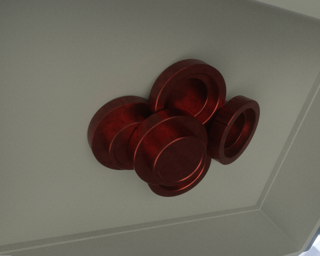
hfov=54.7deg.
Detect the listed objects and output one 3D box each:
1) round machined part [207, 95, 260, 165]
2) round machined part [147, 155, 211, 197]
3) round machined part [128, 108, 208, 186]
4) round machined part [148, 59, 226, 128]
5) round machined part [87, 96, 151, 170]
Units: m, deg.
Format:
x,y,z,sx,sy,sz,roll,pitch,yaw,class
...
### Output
x,y,z,sx,sy,sz,roll,pitch,yaw,class
0.095,-0.001,0.435,0.099,0.042,0.097,-30,135,-35,round machined part
0.020,0.046,0.436,0.099,0.042,0.097,-14,125,-21,round machined part
0.015,0.029,0.367,0.099,0.042,0.097,-14,125,-21,round machined part
0.030,-0.040,0.389,0.099,0.042,0.097,-14,125,-21,round machined part
-0.036,0.013,0.383,0.099,0.042,0.097,-14,125,-21,round machined part
